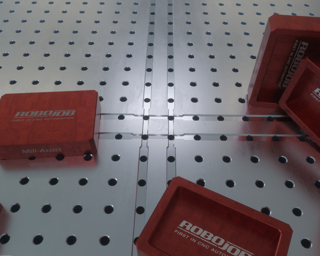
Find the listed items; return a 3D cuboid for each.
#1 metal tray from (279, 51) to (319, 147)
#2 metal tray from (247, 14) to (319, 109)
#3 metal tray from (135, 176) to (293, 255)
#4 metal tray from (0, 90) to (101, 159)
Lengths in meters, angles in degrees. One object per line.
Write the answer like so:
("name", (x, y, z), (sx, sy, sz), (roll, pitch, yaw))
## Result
("metal tray", (0.212, -0.018, 0.374), (0.030, 0.090, 0.130), (-23, 59, -18))
("metal tray", (0.174, -0.080, 0.408), (0.090, 0.129, 0.030), (5, 51, 4))
("metal tray", (0.053, 0.114, 0.309), (0.130, 0.030, 0.090), (22, 53, 17))
("metal tray", (-0.148, -0.007, 0.410), (0.131, 0.030, 0.090), (-3, 50, -3))
